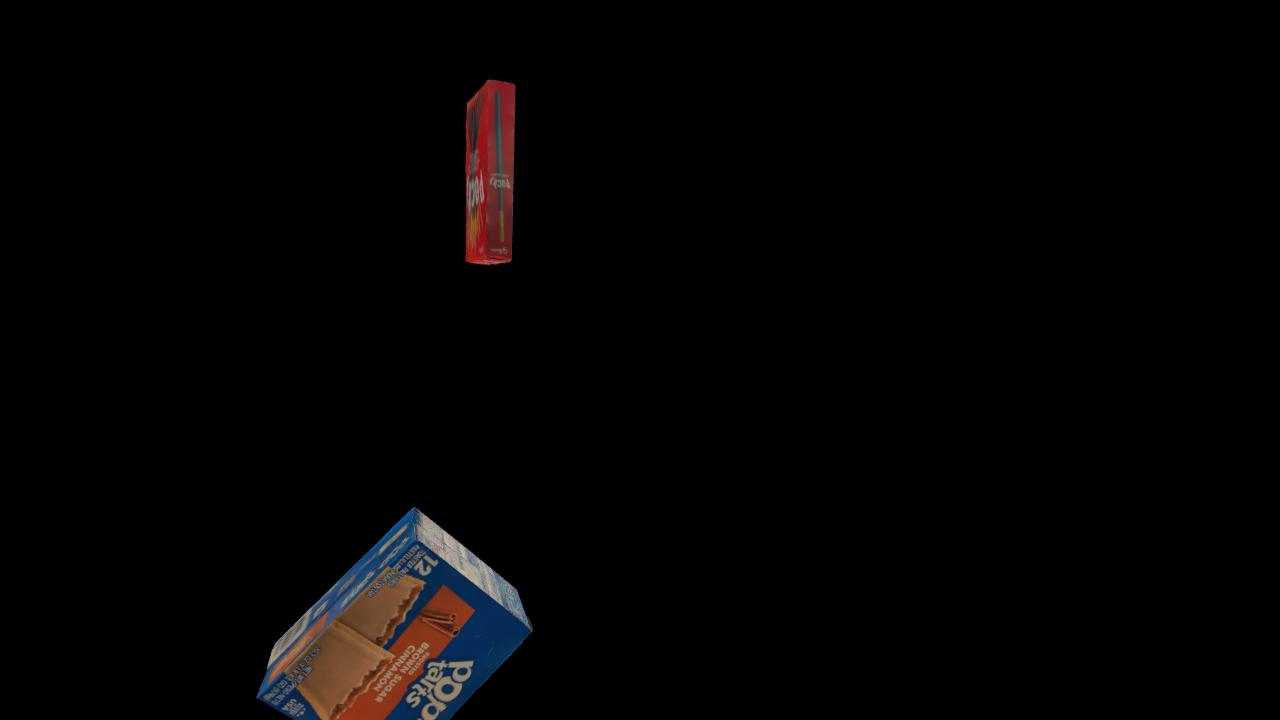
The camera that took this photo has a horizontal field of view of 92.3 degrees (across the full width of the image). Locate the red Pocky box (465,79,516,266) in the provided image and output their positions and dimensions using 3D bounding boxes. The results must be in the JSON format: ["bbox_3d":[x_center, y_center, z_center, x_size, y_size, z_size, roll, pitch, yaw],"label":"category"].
[{"bbox_3d":[-0.140,-0.167,0.567,0.028,0.155,0.083,-1,6,-29],"label":"red Pocky box"}]

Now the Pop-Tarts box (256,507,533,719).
[{"bbox_3d":[-0.208,0.245,0.542,0.167,0.141,0.083,-45,20,-8],"label":"Pop-Tarts box"}]
